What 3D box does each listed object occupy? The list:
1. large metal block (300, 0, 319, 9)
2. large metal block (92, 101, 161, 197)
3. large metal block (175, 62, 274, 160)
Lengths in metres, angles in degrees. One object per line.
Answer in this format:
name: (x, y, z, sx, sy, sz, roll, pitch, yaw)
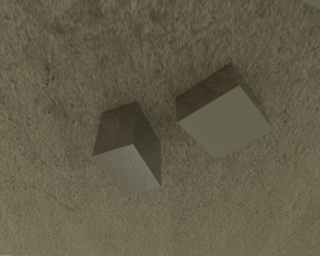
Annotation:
large metal block: (0.140, -0.153, 0.263, 0.081, 0.050, 0.079, 17, 128, -15)
large metal block: (-0.037, 0.026, 0.393, 0.050, 0.080, 0.080, -18, 128, 14)
large metal block: (0.076, -0.018, 0.377, 0.080, 0.050, 0.080, -32, 124, 24)
